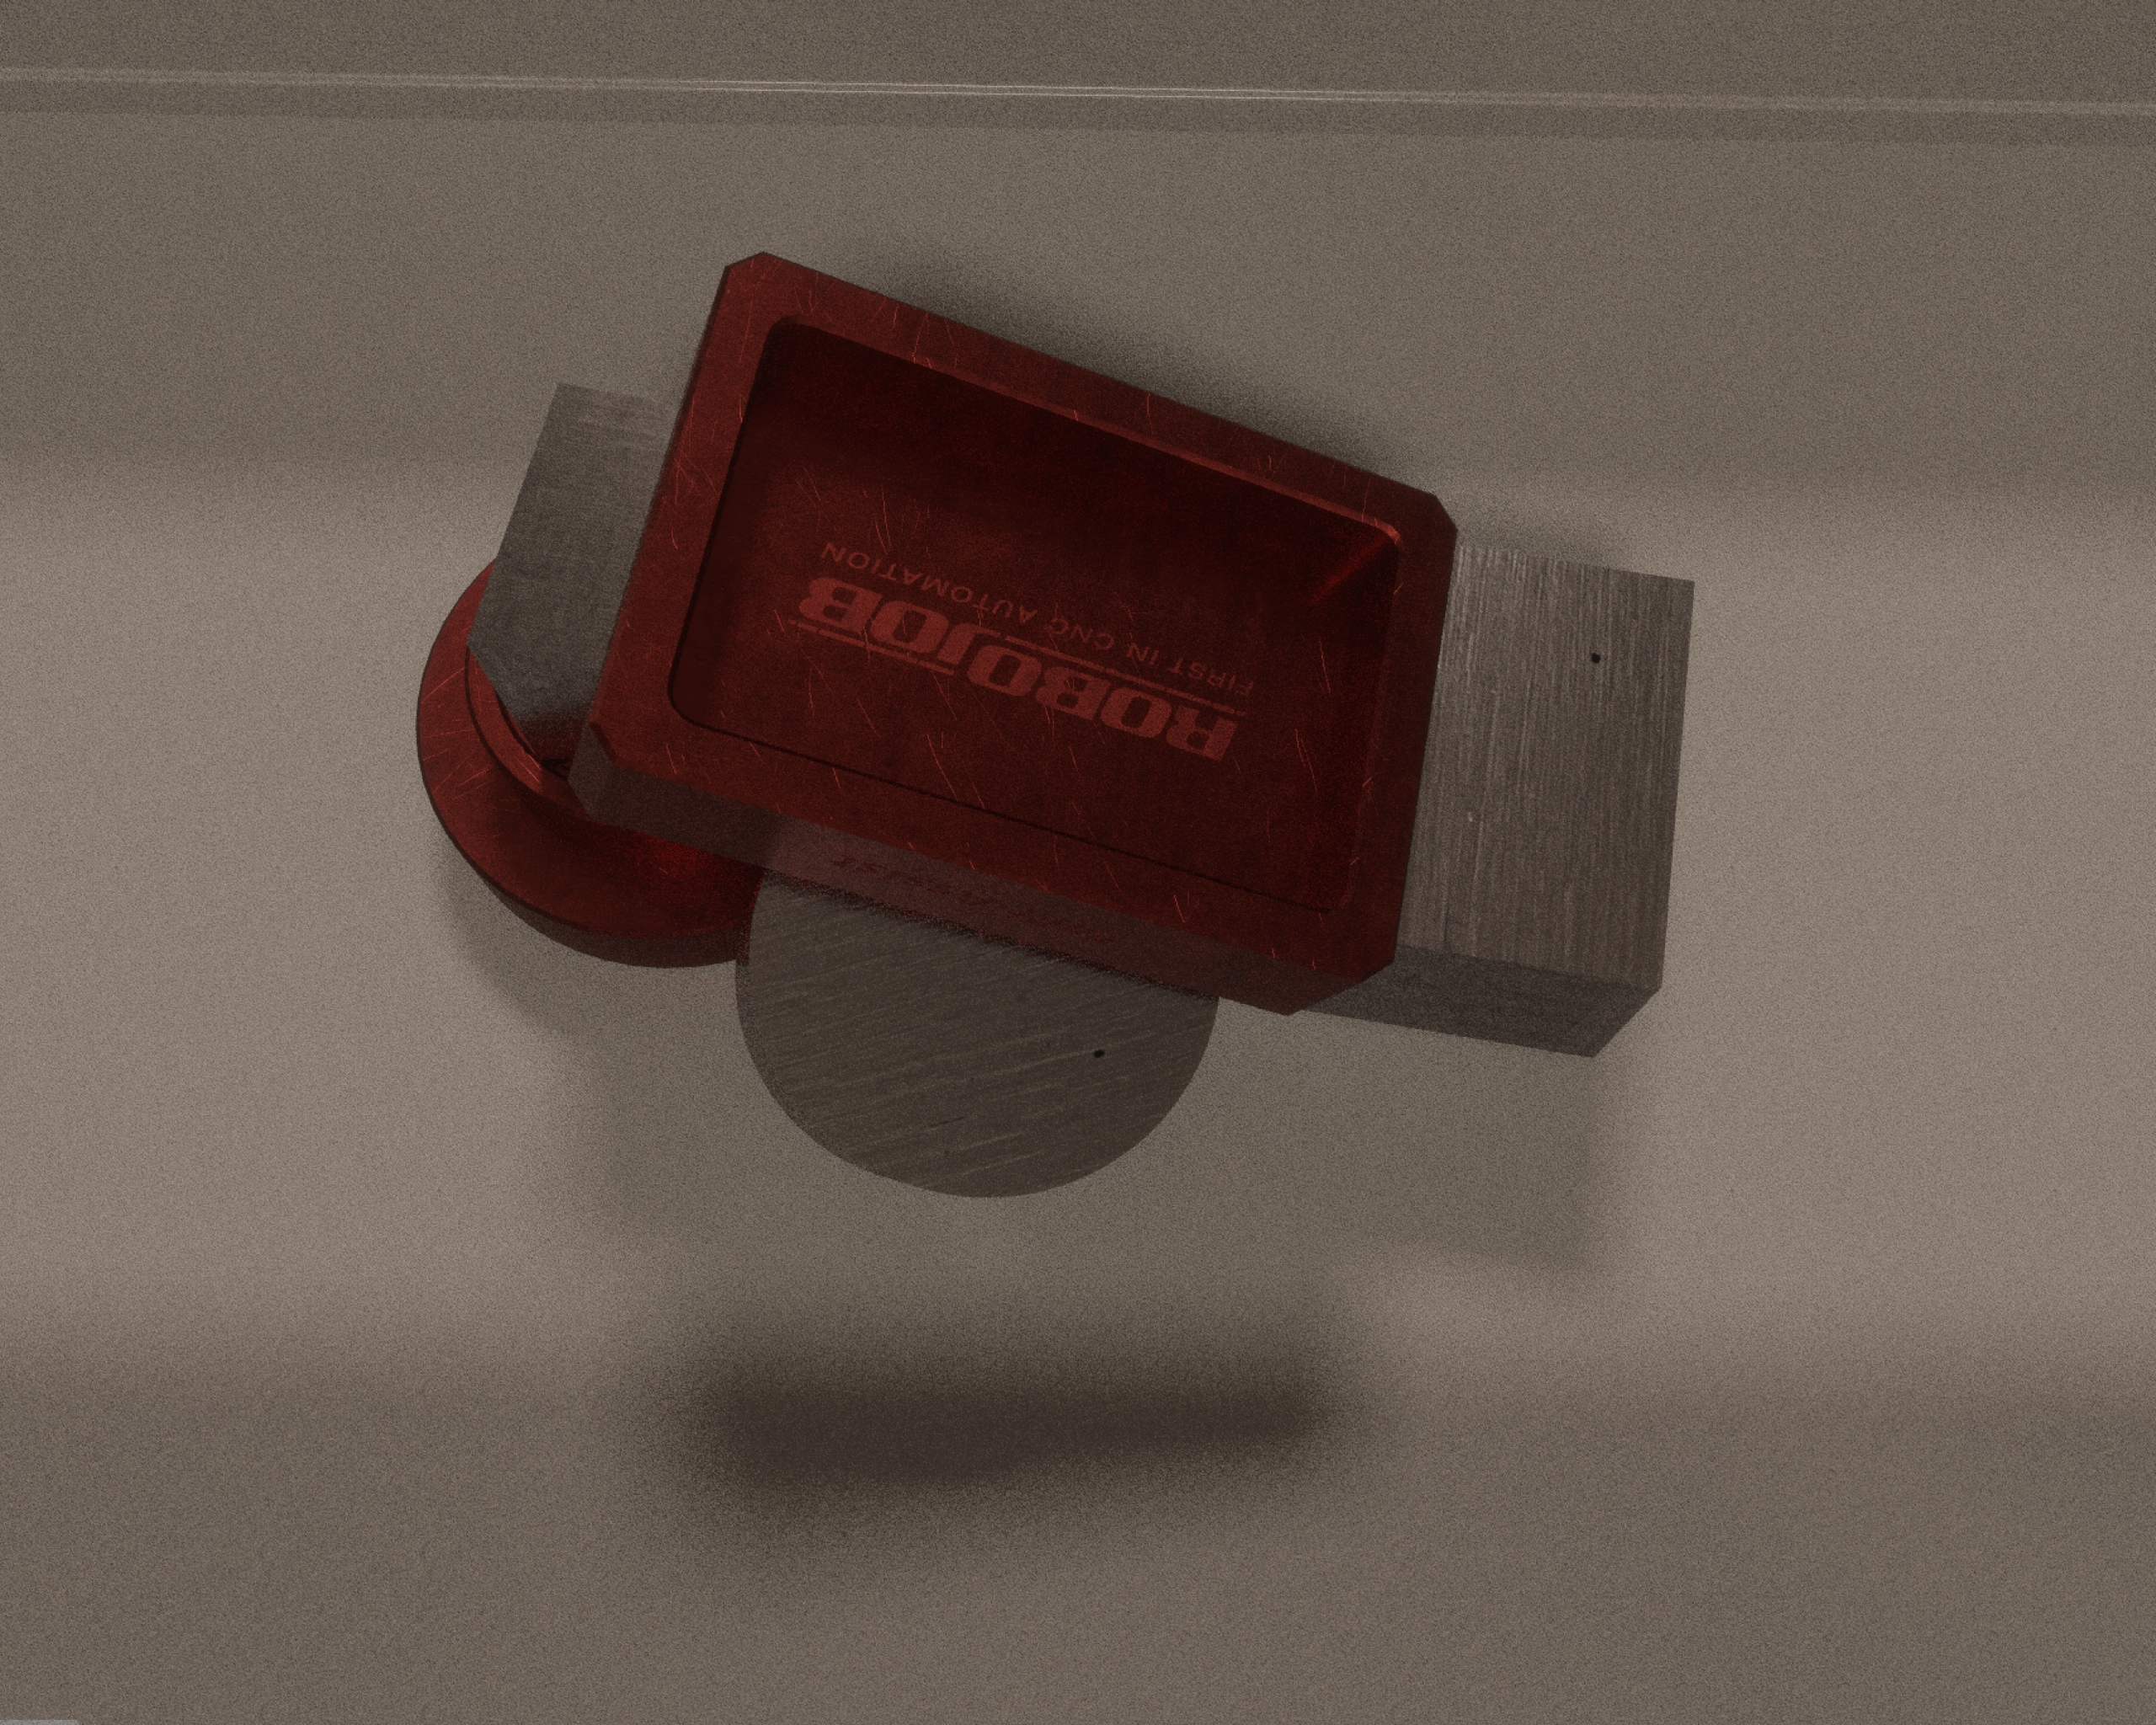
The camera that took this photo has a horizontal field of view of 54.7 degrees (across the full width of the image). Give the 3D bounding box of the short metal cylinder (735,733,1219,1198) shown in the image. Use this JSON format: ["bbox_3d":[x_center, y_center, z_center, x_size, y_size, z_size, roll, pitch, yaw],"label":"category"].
[{"bbox_3d":[-0.020,0.019,0.375,0.081,0.050,0.080,1,83,-12],"label":"short metal cylinder"}]

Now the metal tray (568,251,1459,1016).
[{"bbox_3d":[-0.007,-0.035,0.343,0.131,0.030,0.090,17,70,-15],"label":"metal tray"}]

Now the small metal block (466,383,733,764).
[{"bbox_3d":[-0.081,-0.047,0.366,0.025,0.050,0.050,12,71,4],"label":"small metal block"}]

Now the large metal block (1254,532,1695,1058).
[{"bbox_3d":[0.068,-0.013,0.399,0.080,0.050,0.080,9,70,3],"label":"large metal block"}]

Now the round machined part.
[{"bbox_3d":[-0.081,-0.032,0.409,0.099,0.042,0.098,0,70,-1],"label":"round machined part"}]
